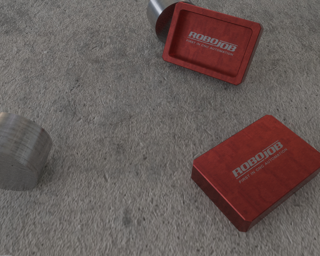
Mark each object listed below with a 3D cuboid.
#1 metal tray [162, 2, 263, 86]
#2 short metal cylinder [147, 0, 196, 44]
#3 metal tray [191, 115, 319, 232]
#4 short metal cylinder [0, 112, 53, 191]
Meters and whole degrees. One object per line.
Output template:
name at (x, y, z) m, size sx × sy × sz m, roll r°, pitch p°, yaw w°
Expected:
metal tray at (0.076, -0.128, 0.467) m, size 0.130 × 0.089 × 0.030 m, roll 23°, pitch 22°, yaw 18°
short metal cylinder at (0.023, -0.189, 0.526) m, size 0.081 × 0.080 × 0.050 m, roll -14°, pitch 52°, yaw -12°
metal tray at (0.114, 0.046, 0.362) m, size 0.131 × 0.030 × 0.090 m, roll -29°, pitch 56°, yaw -22°
short metal cylinder at (-0.168, 0.028, 0.343) m, size 0.080 × 0.080 × 0.050 m, roll 5°, pitch 50°, yaw 4°
